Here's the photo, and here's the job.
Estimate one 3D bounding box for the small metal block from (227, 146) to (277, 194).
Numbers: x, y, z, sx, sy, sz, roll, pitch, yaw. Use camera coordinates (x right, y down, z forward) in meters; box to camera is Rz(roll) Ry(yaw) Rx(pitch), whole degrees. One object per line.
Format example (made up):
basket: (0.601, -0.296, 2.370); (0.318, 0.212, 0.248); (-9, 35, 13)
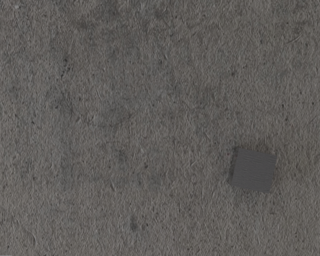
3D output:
small metal block: (0.121, 0.055, 0.411); (0.050, 0.025, 0.050); (12, 90, 0)
